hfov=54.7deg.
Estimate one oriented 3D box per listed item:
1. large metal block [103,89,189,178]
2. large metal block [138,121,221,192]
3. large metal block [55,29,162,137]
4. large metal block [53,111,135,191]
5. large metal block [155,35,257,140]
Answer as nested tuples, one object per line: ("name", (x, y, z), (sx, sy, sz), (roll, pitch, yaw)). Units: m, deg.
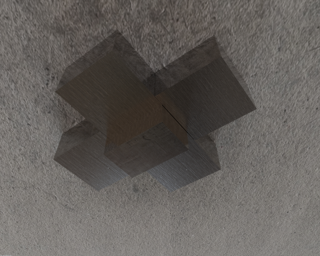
("large metal block", (-0.016, 0.001, 0.373), (0.080, 0.080, 0.050), (-29, 125, 22))
("large metal block", (0.024, 0.032, 0.419), (0.080, 0.050, 0.080), (-29, 125, 22))
("large metal block", (-0.054, -0.048, 0.350), (0.080, 0.050, 0.080), (-29, 125, 22))
("large metal block", (-0.078, 0.030, 0.416), (0.080, 0.050, 0.080), (-29, 125, 22))
("large metal block", (0.051, -0.043, 0.355), (0.080, 0.050, 0.080), (-29, 125, 22))
